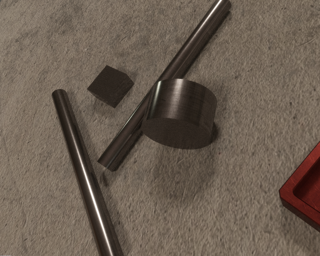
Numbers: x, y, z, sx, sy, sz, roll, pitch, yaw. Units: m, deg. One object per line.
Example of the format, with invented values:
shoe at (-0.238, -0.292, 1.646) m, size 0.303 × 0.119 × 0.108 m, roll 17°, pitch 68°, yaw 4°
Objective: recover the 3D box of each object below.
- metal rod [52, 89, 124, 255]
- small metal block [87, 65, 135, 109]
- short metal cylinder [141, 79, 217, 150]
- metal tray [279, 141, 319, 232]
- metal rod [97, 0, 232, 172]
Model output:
metal rod at (-0.111, 0.045, 0.432) m, size 0.025 × 0.025 × 0.300 m, roll -35°, pitch 52°, yaw 5°
small metal block at (-0.077, -0.065, 0.482) m, size 0.050 × 0.025 × 0.050 m, roll 29°, pitch 78°, yaw 37°
short metal cylinder at (0.023, -0.014, 0.364) m, size 0.080 × 0.080 × 0.050 m, roll 0°, pitch 62°, yaw 28°
metal tray at (0.184, 0.066, 0.263) m, size 0.090 × 0.030 × 0.130 m, roll -48°, pitch 52°, yaw -6°
metal rod at (0.012, -0.069, 0.438) m, size 0.025 × 0.025 × 0.300 m, roll 27°, pitch 76°, yaw 37°
